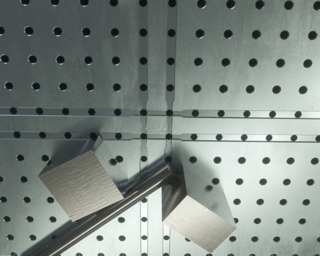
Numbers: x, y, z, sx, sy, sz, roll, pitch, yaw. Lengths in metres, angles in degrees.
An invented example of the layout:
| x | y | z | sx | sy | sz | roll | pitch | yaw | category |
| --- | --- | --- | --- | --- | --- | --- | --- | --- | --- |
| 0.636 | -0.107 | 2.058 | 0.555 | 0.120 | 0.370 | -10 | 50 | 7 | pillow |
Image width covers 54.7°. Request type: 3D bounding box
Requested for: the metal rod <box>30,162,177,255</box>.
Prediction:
| x | y | z | sx | sy | sz | roll | pitch | yaw | category |
| --- | --- | --- | --- | --- | --- | --- | --- | --- | --- |
| -0.103 | 0.144 | 0.465 | 0.300 | 0.025 | 0.025 | -36 | 107 | 12 | metal rod |

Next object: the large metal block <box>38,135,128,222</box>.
| x | y | z | sx | sy | sz | roll | pitch | yaw | category |
| --- | --- | --- | --- | --- | --- | --- | --- | --- | --- |
| -0.101 | 0.068 | 0.424 | 0.080 | 0.050 | 0.080 | -26 | 108 | 9 | large metal block |

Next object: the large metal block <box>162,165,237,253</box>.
| x | y | z | sx | sy | sz | roll | pitch | yaw | category |
| --- | --- | --- | --- | --- | --- | --- | --- | --- | --- |
| 0.050 | 0.108 | 0.424 | 0.080 | 0.080 | 0.050 | 35 | 106 | -12 | large metal block |
